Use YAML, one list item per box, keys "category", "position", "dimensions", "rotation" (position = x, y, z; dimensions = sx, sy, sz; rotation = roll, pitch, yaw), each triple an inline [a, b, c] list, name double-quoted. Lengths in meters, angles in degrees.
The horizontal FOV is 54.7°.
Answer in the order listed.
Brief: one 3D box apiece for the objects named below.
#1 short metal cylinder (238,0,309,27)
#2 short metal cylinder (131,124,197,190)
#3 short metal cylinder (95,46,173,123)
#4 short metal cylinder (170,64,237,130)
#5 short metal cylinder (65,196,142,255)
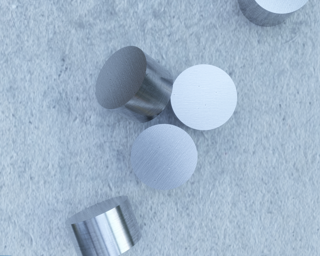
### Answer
- category: "short metal cylinder"
  position: [0.147, -0.178, 0.399]
  dimensions: [0.081, 0.050, 0.079]
  rotation: [0, 90, -1]
- category: "short metal cylinder"
  position: [0.005, 0.035, 0.398]
  dimensions: [0.081, 0.050, 0.079]
  rotation: [0, 90, -1]
- category: "short metal cylinder"
  position: [-0.032, -0.052, 0.377]
  dimensions: [0.080, 0.050, 0.080]
  rotation: [-15, 63, 33]
- category: "short metal cylinder"
  position: [0.053, -0.037, 0.398]
  dimensions: [0.081, 0.050, 0.079]
  rotation: [0, 90, -1]
- category: "short metal cylinder"
  position: [-0.069, 0.123, 0.382]
  dimensions: [0.080, 0.080, 0.050]
  rotation: [-20, 90, 0]
